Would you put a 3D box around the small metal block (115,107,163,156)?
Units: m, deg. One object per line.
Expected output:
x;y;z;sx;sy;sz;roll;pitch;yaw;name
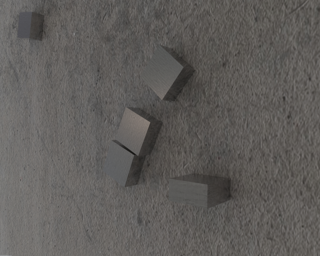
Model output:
-0.030;0.004;0.430;0.050;0.025;0.050;32;110;35;small metal block

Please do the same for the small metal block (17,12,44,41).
-0.259;-0.203;0.619;0.050;0.025;0.050;16;100;39;small metal block

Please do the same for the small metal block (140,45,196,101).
0.009;-0.070;0.398;0.050;0.025;0.050;49;119;28;small metal block

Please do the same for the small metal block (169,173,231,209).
0.045;0.070;0.351;0.050;0.050;0.025;1;91;40;small metal block

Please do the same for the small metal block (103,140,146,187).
-0.052;0.050;0.448;0.050;0.025;0.050;28;108;36;small metal block
